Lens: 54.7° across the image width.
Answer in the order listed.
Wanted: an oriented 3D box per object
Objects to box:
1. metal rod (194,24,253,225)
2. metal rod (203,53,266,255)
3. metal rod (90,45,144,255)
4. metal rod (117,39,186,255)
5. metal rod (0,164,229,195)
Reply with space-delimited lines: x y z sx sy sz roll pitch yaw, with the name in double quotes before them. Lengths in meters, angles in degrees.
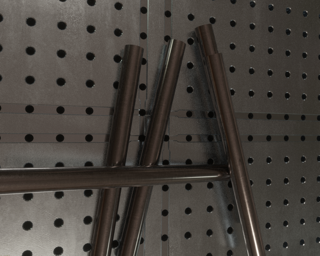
"metal rod" 0.098 0.001 0.450 0.025 0.025 0.298 -17 96 -20
"metal rod" 0.106 0.047 0.429 0.025 0.025 0.298 -16 96 -20
"metal rod" -0.056 0.043 0.392 0.025 0.025 0.298 10 87 -20
"metal rod" -0.011 0.029 0.409 0.025 0.025 0.298 15 85 -20
"metal rod" -0.032 0.057 0.366 0.302 0.025 0.025 4 89 -34
